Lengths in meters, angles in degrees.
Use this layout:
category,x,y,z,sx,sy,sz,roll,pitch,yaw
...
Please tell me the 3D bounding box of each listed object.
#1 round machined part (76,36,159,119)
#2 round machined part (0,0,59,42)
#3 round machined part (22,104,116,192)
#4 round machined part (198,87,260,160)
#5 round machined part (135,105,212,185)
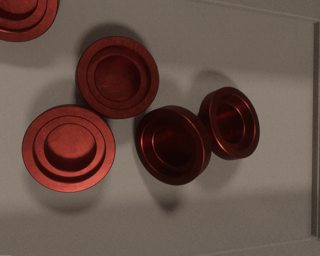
category,x,y,z,sx,sy,sz,roll,pitch,yaw
round machined part,-0.054,-0.059,0.382,0.099,0.042,0.097,0,90,-21
round machined part,-0.157,-0.145,0.327,0.099,0.042,0.097,-6,127,-8
round machined part,-0.102,0.021,0.357,0.099,0.042,0.097,-2,100,-12
round machined part,0.089,-0.004,0.425,0.099,0.042,0.098,11,71,-34
round machined part,0.020,0.019,0.390,0.042,0.098,0.097,-25,101,-53
